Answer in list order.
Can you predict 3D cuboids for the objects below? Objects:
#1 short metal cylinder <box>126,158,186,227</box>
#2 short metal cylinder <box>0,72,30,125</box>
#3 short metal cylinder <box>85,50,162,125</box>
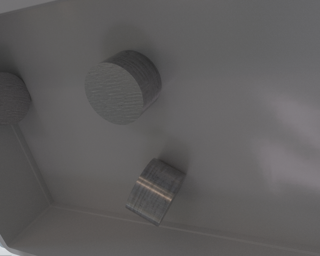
[{"bbox_3d":[-0.005,0.088,0.430,0.050,0.080,0.079,28,128,10],"label":"short metal cylinder"},{"bbox_3d":[-0.252,-0.044,0.479,0.050,0.080,0.080,-1,118,28],"label":"short metal cylinder"},{"bbox_3d":[-0.045,-0.051,0.385,0.080,0.050,0.079,13,124,21],"label":"short metal cylinder"}]
